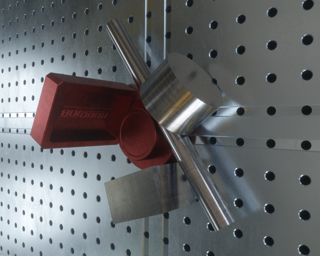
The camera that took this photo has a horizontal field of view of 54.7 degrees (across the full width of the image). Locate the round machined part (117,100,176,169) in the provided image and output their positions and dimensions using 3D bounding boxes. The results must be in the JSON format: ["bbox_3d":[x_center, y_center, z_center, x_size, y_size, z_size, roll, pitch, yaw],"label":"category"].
[{"bbox_3d":[-0.018,0.008,0.411,0.098,0.042,0.097,0,90,39],"label":"round machined part"}]

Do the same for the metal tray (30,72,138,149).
[{"bbox_3d":[-0.098,-0.020,0.420,0.030,0.131,0.089,34,111,34],"label":"metal tray"}]

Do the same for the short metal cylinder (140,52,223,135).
[{"bbox_3d":[0.024,-0.039,0.350,0.050,0.081,0.080,-44,64,31],"label":"short metal cylinder"}]

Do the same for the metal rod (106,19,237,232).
[{"bbox_3d":[0.003,-0.020,0.378,0.025,0.025,0.299,-42,65,31],"label":"metal rod"}]

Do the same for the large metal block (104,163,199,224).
[{"bbox_3d":[-0.007,0.077,0.377,0.080,0.081,0.050,-24,75,37],"label":"large metal block"}]
